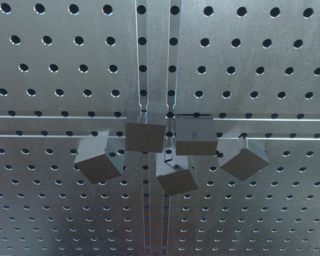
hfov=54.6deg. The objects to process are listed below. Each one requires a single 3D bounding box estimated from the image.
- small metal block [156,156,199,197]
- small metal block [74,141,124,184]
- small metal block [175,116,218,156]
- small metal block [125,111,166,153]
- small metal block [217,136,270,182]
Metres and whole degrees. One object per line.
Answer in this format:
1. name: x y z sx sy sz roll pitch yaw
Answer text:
1. small metal block: 0.027 0.075 0.476 0.050 0.025 0.050 -17 128 13
2. small metal block: -0.088 0.052 0.455 0.050 0.025 0.050 -19 128 15
3. small metal block: 0.045 0.009 0.403 0.050 0.050 0.025 0 130 -1
4. small metal block: -0.020 0.006 0.416 0.050 0.025 0.050 4 130 -4
5. small metal block: 0.121 0.046 0.451 0.050 0.025 0.050 31 123 -24
